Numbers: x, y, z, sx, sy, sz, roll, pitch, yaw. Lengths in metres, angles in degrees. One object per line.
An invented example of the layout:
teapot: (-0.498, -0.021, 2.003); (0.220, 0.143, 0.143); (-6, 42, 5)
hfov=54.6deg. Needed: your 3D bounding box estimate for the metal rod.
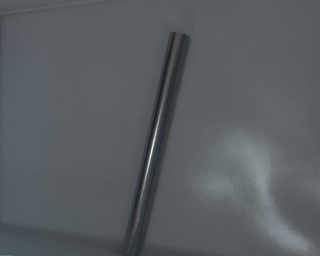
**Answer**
metal rod: (-0.007, 0.025, 0.413); (0.025, 0.025, 0.298); (14, 95, 19)
